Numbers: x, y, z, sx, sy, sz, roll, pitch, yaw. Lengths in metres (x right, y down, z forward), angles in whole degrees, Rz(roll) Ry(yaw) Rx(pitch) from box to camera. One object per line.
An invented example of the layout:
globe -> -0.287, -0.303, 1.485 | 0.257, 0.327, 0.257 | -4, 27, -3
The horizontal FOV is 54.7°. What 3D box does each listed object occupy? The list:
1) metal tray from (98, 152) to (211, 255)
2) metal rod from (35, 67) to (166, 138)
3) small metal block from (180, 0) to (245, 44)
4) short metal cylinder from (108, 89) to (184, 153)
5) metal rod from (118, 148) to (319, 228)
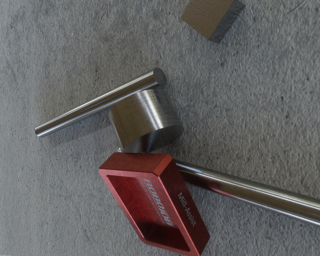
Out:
metal tray -> -0.005, 0.089, 0.359 | 0.090, 0.030, 0.129 | -3, 123, 39
metal rod -> -0.113, -0.030, 0.494 | 0.300, 0.025, 0.025 | -18, 79, 38
small metal block -> 0.059, -0.133, 0.355 | 0.050, 0.025, 0.050 | 48, 118, 29
short metal cylinder -> -0.017, -0.005, 0.381 | 0.080, 0.081, 0.050 | -36, 68, 34
metal rod -> 0.062, 0.061, 0.352 | 0.300, 0.025, 0.025 | 12, 97, 39
